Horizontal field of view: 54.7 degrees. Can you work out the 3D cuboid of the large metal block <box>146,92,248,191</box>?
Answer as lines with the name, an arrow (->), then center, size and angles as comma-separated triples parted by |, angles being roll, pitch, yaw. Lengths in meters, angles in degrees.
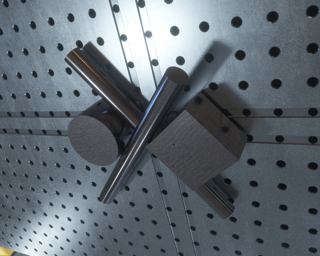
large metal block -> 0.044, 0.017, 0.376 | 0.080, 0.050, 0.080 | 44, 129, -2

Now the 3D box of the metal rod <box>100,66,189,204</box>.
metal rod -> -0.036, 0.033, 0.419 | 0.025, 0.025, 0.298 | 36, 137, 4

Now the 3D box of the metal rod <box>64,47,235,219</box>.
metal rod -> -0.011, 0.010, 0.417 | 0.300, 0.025, 0.025 | 45, 129, -4

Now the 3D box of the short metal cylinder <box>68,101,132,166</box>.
short metal cylinder -> -0.081, 0.007, 0.437 | 0.080, 0.050, 0.079 | 13, 124, 21
